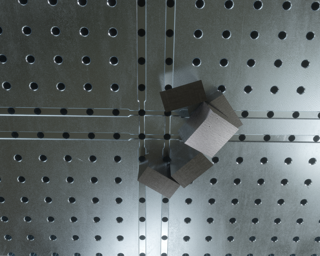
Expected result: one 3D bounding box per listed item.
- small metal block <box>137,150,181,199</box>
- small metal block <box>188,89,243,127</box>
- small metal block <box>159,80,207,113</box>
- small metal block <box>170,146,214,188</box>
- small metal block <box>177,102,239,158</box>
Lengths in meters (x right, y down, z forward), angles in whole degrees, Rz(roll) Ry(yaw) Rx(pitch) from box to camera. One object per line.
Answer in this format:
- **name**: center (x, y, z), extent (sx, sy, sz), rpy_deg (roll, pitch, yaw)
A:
- **small metal block**: center (-0.001, 0.062, 0.423), extent (0.050, 0.050, 0.025), rpy_deg (32, 107, -11)
- **small metal block**: center (0.072, -0.014, 0.409), extent (0.050, 0.025, 0.050), rpy_deg (-33, 107, 11)
- **small metal block**: center (0.029, -0.039, 0.384), extent (0.050, 0.050, 0.025), rpy_deg (-16, 95, 5)
- **small metal block**: center (0.041, 0.046, 0.418), extent (0.050, 0.050, 0.025), rpy_deg (-41, 105, 13)
- **small metal block**: center (0.059, 0.003, 0.380), extent (0.050, 0.025, 0.050), rpy_deg (29, 109, -34)
